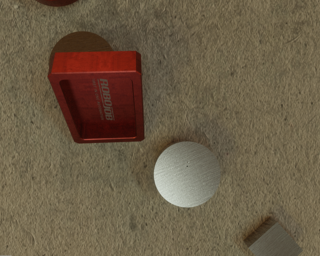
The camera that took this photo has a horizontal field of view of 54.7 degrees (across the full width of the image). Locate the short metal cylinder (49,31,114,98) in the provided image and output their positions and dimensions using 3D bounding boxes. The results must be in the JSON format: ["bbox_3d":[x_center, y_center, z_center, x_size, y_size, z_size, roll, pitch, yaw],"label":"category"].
[{"bbox_3d":[-0.093,-0.077,0.397,0.081,0.050,0.080,0,90,0],"label":"short metal cylinder"}]

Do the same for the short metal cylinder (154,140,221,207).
[{"bbox_3d":[0.033,0.056,0.398,0.081,0.050,0.080,0,90,0],"label":"short metal cylinder"}]

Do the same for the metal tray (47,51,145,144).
[{"bbox_3d":[-0.065,-0.029,0.358,0.091,0.129,0.030,-2,56,-3],"label":"metal tray"}]

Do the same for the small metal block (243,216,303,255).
[{"bbox_3d":[0.149,0.156,0.411,0.050,0.025,0.050,-42,90,0],"label":"small metal block"}]

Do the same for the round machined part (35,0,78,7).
[{"bbox_3d":[-0.133,-0.205,0.400,0.099,0.042,0.097,0,90,0],"label":"round machined part"}]
